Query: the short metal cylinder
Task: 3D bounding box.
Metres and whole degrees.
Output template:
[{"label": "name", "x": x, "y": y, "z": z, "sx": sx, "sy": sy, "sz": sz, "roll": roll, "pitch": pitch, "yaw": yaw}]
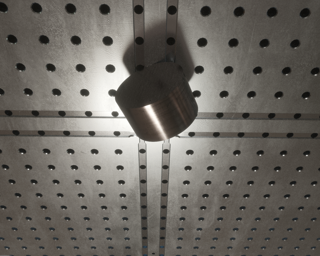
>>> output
[{"label": "short metal cylinder", "x": -0.003, "y": -0.030, "z": 0.350, "sx": 0.080, "sy": 0.080, "sz": 0.050, "roll": -17, "pitch": 128, "yaw": 14}]
